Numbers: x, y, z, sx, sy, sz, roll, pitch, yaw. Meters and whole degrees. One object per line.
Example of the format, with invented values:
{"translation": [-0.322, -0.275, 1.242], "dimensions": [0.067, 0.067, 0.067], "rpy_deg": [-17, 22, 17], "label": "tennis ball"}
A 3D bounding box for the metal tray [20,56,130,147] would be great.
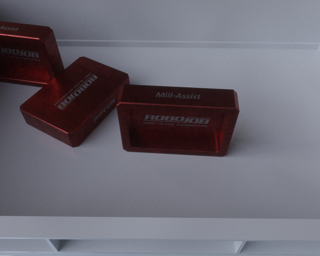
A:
{"translation": [-0.114, -0.042, 0.436], "dimensions": [0.090, 0.030, 0.130], "rpy_deg": [24, 54, 18], "label": "metal tray"}

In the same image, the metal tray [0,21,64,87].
{"translation": [-0.212, -0.106, 0.449], "dimensions": [0.131, 0.089, 0.030], "rpy_deg": [8, 51, 6], "label": "metal tray"}

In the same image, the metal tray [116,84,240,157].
{"translation": [0.019, -0.006, 0.368], "dimensions": [0.131, 0.089, 0.030], "rpy_deg": [3, 50, 2], "label": "metal tray"}
